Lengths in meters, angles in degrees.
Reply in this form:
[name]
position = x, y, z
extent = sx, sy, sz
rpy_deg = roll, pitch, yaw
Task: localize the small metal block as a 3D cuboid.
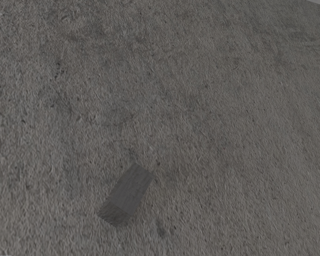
[small metal block]
position = -0.036, 0.071, 0.325
extent = 0.025, 0.050, 0.050
rpy_deg = 36, 51, -5
